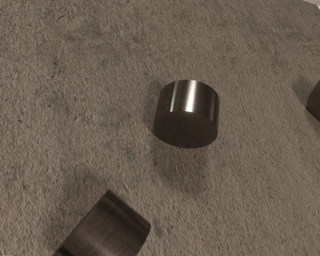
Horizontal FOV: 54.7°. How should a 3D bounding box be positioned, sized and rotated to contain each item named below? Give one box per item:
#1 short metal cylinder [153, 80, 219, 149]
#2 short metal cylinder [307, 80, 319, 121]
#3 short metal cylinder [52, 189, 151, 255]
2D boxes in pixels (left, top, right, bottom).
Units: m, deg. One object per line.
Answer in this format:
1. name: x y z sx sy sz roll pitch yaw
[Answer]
1. short metal cylinder: 0.035 -0.016 0.399 0.080 0.080 0.050 22 54 -16
2. short metal cylinder: 0.326 -0.054 0.581 0.080 0.080 0.050 45 51 2
3. short metal cylinder: -0.053 0.102 0.278 0.050 0.080 0.080 41 51 -1
